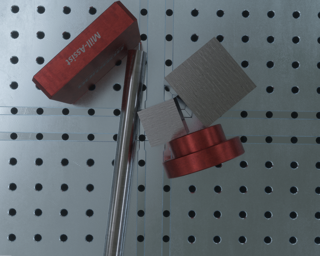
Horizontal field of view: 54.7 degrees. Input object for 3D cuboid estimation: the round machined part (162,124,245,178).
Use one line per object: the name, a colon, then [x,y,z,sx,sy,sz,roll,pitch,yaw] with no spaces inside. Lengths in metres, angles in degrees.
round machined part: [0.049,0.025,0.378,0.099,0.098,0.042,-19,85,0]

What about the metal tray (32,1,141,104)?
metal tray: [-0.083,-0.086,0.379,0.130,0.090,0.030,-43,90,0]

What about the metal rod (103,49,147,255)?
metal rod: [-0.048,0.047,0.412,0.025,0.025,0.298,7,90,-1]

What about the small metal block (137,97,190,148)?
small metal block: [0.005,-0.008,0.405,0.050,0.025,0.050,-20,96,14]

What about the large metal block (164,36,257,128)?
large metal block: [0.061,-0.056,0.402,0.080,0.050,0.080,-40,90,-1]
